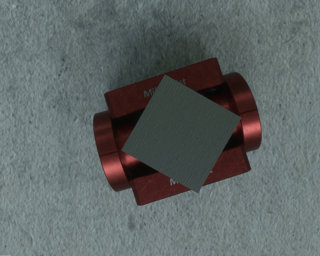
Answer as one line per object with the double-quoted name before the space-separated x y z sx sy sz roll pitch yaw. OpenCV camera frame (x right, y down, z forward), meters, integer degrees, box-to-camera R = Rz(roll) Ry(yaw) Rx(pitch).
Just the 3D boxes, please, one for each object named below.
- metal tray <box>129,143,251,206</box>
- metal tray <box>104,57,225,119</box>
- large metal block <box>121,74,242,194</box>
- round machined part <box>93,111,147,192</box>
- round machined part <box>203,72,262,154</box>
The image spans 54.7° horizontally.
"metal tray" 0.033 0.051 0.378 0.131 0.090 0.030 -17 90 -1
"metal tray" 0.005 -0.044 0.380 0.131 0.090 0.030 -18 90 -1
"large metal block" 0.019 0.005 0.306 0.080 0.050 0.080 30 90 -1
"round machined part" -0.044 0.024 0.374 0.042 0.098 0.097 -16 90 0
"round machined part" 0.082 -0.015 0.375 0.042 0.098 0.097 -16 90 0
